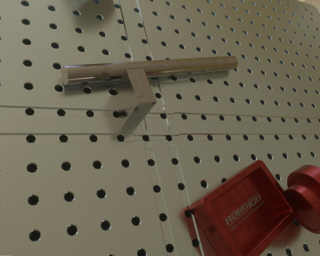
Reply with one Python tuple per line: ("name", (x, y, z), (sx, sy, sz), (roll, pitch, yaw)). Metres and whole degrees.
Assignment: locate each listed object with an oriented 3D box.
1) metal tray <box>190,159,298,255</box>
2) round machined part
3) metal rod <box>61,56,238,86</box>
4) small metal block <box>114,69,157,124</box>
("metal tray", (0.112, 0.107, 0.402), (0.131, 0.030, 0.090), (-23, 75, -37))
("round machined part", (0.208, 0.103, 0.420), (0.042, 0.098, 0.098), (-28, 76, -13))
("metal rod", (0.005, -0.090, 0.467), (0.303, 0.025, 0.025), (-12, 68, -33))
("small metal block", (-0.034, -0.041, 0.400), (0.025, 0.050, 0.050), (-8, 66, -32))
